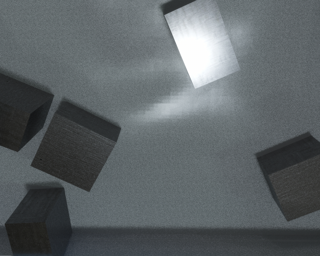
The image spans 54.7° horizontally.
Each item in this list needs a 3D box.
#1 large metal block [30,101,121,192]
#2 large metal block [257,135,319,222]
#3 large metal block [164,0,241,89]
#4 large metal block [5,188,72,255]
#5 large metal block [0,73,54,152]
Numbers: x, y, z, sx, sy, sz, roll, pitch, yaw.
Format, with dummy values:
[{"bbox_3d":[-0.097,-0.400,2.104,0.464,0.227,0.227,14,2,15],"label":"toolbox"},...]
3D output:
[{"bbox_3d":[-0.108,0.024,0.406,0.080,0.050,0.080,27,108,-10],"label":"large metal block"},{"bbox_3d":[0.192,0.069,0.425,0.080,0.050,0.080,-24,109,8],"label":"large metal block"},{"bbox_3d":[0.043,-0.098,0.346,0.050,0.080,0.080,-23,109,8],"label":"large metal block"},{"bbox_3d":[-0.164,0.140,0.432,0.050,0.080,0.079,-3,110,1],"label":"large metal block"},{"bbox_3d":[-0.186,-0.023,0.372,0.080,0.080,0.050,23,109,-8],"label":"large metal block"}]
